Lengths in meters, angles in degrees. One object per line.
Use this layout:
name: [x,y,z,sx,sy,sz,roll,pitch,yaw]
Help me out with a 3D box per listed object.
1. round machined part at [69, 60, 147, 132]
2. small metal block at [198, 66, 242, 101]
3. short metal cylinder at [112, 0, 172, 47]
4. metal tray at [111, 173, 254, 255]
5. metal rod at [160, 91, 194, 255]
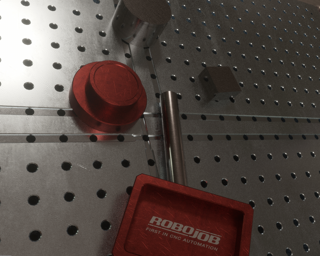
round machined part: [-0.062,-0.047,0.394,0.099,0.042,0.098,14,56,-21]
small metal block: [0.098,-0.073,0.508,0.050,0.025,0.050,-7,66,-32]
short metal cylinder: [-0.029,-0.174,0.484,0.081,0.050,0.080,14,56,-21]
metal tray: [0.026,0.109,0.323,0.131,0.030,0.090,16,59,1]
metal rod: [0.023,0.084,0.370,0.025,0.025,0.299,9,58,-24]
